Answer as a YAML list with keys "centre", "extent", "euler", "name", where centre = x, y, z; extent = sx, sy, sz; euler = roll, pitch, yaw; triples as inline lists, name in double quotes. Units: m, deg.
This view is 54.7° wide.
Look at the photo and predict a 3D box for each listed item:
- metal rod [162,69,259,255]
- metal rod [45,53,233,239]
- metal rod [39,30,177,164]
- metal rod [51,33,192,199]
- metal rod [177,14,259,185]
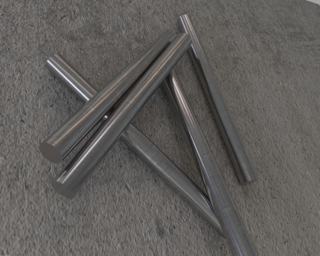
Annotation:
- centre: [0.055, 0.038, 0.385]
  extent: [0.025, 0.025, 0.299]
  euler: [-2, 55, -29]
  name: "metal rod"
- centre: [-0.023, 0.020, 0.378]
  extent: [0.300, 0.025, 0.025]
  euler: [44, 51, 2]
  name: "metal rod"
- centre: [-0.042, -0.062, 0.393]
  extent: [0.025, 0.025, 0.301]
  euler: [38, 43, -3]
  name: "metal rod"
- centre: [-0.026, -0.039, 0.381]
  extent: [0.025, 0.025, 0.301]
  euler: [37, 50, -4]
  name: "metal rod"
- centre: [0.082, -0.057, 0.482]
  extent: [0.025, 0.025, 0.299]
  euler: [-3, 63, -30]
  name: "metal rod"
